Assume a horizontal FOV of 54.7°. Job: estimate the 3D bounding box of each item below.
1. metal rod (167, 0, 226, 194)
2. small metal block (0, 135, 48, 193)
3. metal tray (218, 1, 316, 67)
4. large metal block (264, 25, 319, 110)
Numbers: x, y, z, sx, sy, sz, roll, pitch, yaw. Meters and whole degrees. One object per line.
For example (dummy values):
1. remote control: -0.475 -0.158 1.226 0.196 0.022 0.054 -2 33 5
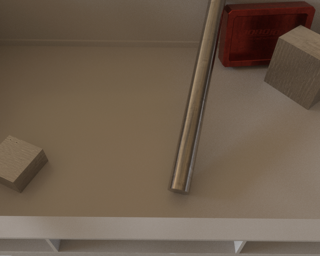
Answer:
1. metal rod: 0.054 -0.063 0.403 0.025 0.025 0.299 10 68 8
2. small metal block: -0.172 0.042 0.368 0.050 0.025 0.050 20 53 15
3. metal tray: 0.162 -0.145 0.484 0.131 0.089 0.030 -4 38 -4
4. large metal block: 0.208 -0.087 0.445 0.050 0.080 0.080 -32 57 -24
